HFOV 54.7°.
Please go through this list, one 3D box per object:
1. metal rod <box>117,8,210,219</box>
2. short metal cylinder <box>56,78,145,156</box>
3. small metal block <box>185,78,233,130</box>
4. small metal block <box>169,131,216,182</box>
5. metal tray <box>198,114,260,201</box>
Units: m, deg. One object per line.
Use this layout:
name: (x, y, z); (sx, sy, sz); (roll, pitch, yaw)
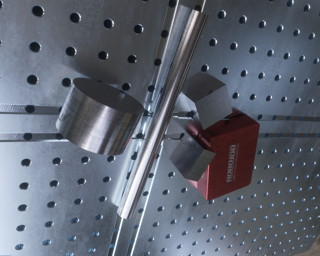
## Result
metal rod: (-0.003, -0.003, 0.409); (0.025, 0.025, 0.298); (7, 115, -32)
short metal cylinder: (-0.063, -0.013, 0.334); (0.081, 0.080, 0.050); (15, 111, -35)
small metal block: (0.069, -0.033, 0.430); (0.050, 0.025, 0.050); (-31, 129, -9)
small metal block: (0.046, 0.041, 0.447); (0.025, 0.050, 0.050); (20, 108, -36)
metal tray: (0.108, 0.049, 0.500); (0.091, 0.030, 0.129); (-16, 125, -20)
